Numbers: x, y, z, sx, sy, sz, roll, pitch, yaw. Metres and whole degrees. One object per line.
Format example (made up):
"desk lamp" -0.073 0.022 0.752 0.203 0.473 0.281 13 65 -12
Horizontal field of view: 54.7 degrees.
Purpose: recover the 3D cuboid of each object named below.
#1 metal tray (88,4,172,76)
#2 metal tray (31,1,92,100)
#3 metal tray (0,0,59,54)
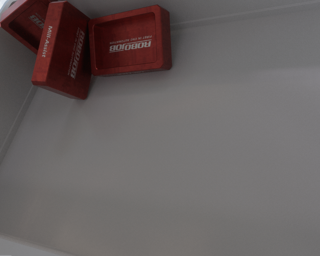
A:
"metal tray" -0.048 -0.130 0.479 0.130 0.030 0.089 -1 94 27
"metal tray" -0.143 -0.118 0.487 0.030 0.090 0.129 7 84 27
"metal tray" -0.189 -0.166 0.533 0.090 0.130 0.030 -30 49 16
